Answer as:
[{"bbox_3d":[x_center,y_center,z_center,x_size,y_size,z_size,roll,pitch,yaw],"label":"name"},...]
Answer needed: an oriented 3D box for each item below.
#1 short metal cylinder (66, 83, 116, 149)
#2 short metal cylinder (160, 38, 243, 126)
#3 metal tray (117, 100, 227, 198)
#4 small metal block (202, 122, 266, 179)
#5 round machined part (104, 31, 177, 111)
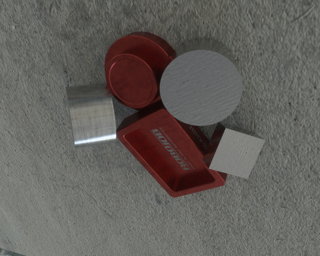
[{"bbox_3d":[-0.091,-0.016,0.402,0.050,0.080,0.079,-9,124,-17],"label":"short metal cylinder"},{"bbox_3d":[0.043,-0.049,0.326,0.080,0.050,0.079,3,119,6],"label":"short metal cylinder"},{"bbox_3d":[0.016,0.030,0.400,0.090,0.030,0.130,-24,115,36],"label":"metal tray"},{"bbox_3d":[0.084,0.026,0.357,0.050,0.025,0.050,16,105,-14],"label":"small metal block"},{"bbox_3d":[-0.026,-0.062,0.373,0.098,0.042,0.097,13,124,21],"label":"round machined part"}]
